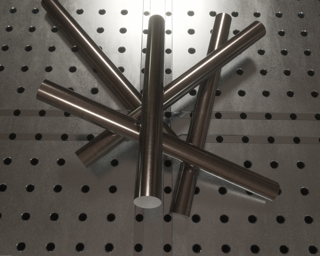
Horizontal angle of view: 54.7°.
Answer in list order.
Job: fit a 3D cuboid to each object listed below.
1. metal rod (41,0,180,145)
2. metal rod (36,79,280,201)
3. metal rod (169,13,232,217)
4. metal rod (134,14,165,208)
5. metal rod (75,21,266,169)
[{"bbox_3d":[-0.078,-0.087,0.442,0.025,0.025,0.300,-38,75,-13],"label":"metal rod"},{"bbox_3d":[0.005,0.018,0.365,0.301,0.025,0.025,24,71,-8],"label":"metal rod"},{"bbox_3d":[0.060,-0.031,0.423,0.025,0.025,0.299,14,70,4],"label":"metal rod"},{"bbox_3d":[-0.008,-0.047,0.376,0.025,0.025,0.300,1,50,0],"label":"metal rod"},{"bbox_3d":[0.023,-0.050,0.402,0.301,0.025,0.025,-37,75,-13],"label":"metal rod"}]
